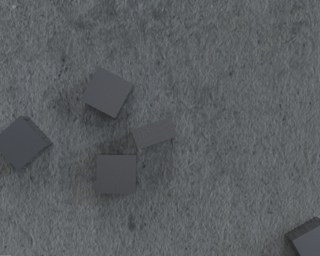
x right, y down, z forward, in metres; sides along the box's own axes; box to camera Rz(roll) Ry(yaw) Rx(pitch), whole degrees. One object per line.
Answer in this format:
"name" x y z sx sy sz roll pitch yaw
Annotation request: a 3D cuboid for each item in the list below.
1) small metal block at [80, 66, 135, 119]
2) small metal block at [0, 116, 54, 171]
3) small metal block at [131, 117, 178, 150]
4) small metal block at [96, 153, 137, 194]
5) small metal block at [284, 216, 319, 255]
"small metal block" -0.068 -0.046 0.409 0.050 0.025 0.050 28 90 -1
"small metal block" -0.180 0.019 0.408 0.050 0.025 0.050 -43 91 0
"small metal block" -0.007 0.006 0.397 0.050 0.050 0.025 -19 90 0
"small metal block" -0.056 0.059 0.409 0.050 0.025 0.050 1 90 -1
"small metal block" 0.205 0.155 0.413 0.050 0.025 0.050 -29 90 -1
